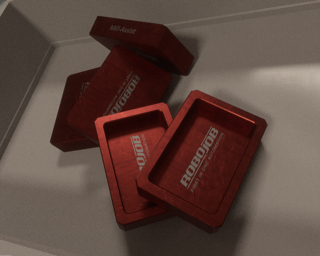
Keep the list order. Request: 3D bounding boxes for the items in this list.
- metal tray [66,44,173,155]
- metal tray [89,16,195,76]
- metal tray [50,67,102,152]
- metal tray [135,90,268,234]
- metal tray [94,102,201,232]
[{"bbox_3d":[-0.053,-0.037,0.419,0.090,0.030,0.130,30,74,-2],"label":"metal tray"},{"bbox_3d":[-0.026,-0.118,0.445,0.130,0.090,0.030,21,86,35],"label":"metal tray"},{"bbox_3d":[-0.111,-0.032,0.478,0.090,0.030,0.130,-9,58,22],"label":"metal tray"},{"bbox_3d":[0.045,0.030,0.324,0.090,0.030,0.130,26,63,13],"label":"metal tray"},{"bbox_3d":[-0.017,0.039,0.352,0.091,0.030,0.130,-14,61,-9],"label":"metal tray"}]
